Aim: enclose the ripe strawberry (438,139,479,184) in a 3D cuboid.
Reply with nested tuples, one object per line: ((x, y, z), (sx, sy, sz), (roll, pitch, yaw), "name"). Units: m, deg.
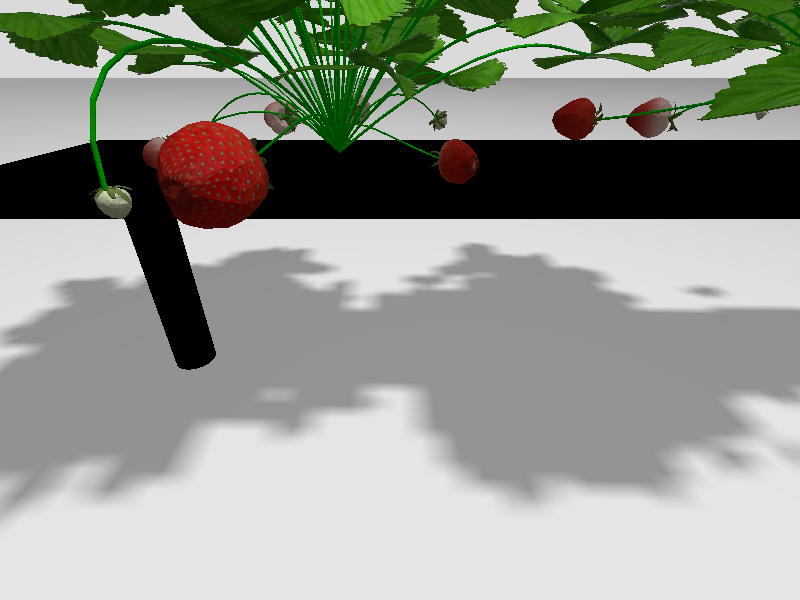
((0.035, -0.081, 0.236), (0.022, 0.025, 0.024), (-22, 38, -33), "ripe strawberry")

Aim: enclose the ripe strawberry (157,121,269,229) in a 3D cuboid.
((-0.081, -0.051, 0.171), (0.043, 0.045, 0.046), (5, 31, 9), "ripe strawberry")

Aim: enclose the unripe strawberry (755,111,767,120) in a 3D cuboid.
((0.431, -0.222, 0.479), (0.010, 0.011, 0.011), (5, 31, 9), "unripe strawberry")

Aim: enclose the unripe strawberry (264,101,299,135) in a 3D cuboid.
((-0.121, -0.185, 0.406), (0.035, 0.031, 0.032), (-21, 36, -31), "unripe strawberry")

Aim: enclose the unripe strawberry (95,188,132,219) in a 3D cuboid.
((-0.118, -0.040, 0.166), (0.011, 0.012, 0.013), (10, 32, 17), "unripe strawberry")

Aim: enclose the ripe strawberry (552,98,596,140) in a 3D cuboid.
((0.168, -0.176, 0.390), (0.038, 0.037, 0.035), (9, 32, 16), "ripe strawberry")

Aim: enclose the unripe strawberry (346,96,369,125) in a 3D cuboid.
((-0.055, -0.223, 0.471), (0.036, 0.031, 0.036), (-1, 30, -1), "unripe strawberry")

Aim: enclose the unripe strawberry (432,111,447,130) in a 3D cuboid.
((0.045, -0.198, 0.441), (0.016, 0.018, 0.018), (20, 22, 30), "unripe strawberry")

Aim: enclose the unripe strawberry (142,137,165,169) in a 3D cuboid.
((-0.162, -0.098, 0.270), (0.019, 0.020, 0.018), (-34, 41, -14), "unripe strawberry")

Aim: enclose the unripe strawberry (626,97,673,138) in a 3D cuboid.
((0.248, -0.182, 0.400), (0.038, 0.037, 0.035), (16, 34, 26), "unripe strawberry")

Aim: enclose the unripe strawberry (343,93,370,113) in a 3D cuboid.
((-0.055, -0.244, 0.505), (0.036, 0.033, 0.033), (-1, 30, -1), "unripe strawberry")
